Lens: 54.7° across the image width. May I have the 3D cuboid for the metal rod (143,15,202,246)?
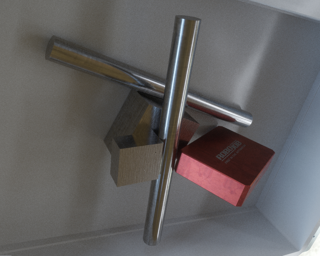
[{"bbox_3d":[0.008,0.025,0.364,0.025,0.025,0.298,-6,121,-26],"label":"metal rod"}]

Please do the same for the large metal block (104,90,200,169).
[{"bbox_3d":[-0.011,0.006,0.390,0.080,0.050,0.080,19,108,-36],"label":"large metal block"}]

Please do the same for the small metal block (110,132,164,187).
[{"bbox_3d":[-0.027,0.035,0.350,0.050,0.025,0.050,-7,121,-26],"label":"small metal block"}]

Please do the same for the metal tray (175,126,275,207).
[{"bbox_3d":[0.089,0.043,0.408,0.131,0.090,0.030,-25,136,-55],"label":"metal tray"}]

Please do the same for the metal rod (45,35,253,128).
[{"bbox_3d":[0.012,-0.045,0.388,0.302,0.025,0.025,15,110,-35],"label":"metal rod"}]
